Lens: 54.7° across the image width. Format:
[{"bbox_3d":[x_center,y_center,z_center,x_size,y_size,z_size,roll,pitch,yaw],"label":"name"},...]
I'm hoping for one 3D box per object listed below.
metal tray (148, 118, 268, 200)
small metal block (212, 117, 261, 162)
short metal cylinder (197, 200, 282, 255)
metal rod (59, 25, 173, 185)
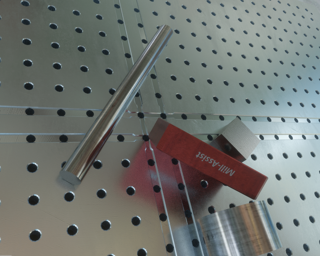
[{"bbox_3d":[0.053,0.034,0.377,0.131,0.090,0.030,28,92,-11],"label":"metal tray"},{"bbox_3d":[0.114,0.020,0.460,0.050,0.025,0.050,47,51,4],"label":"small metal block"},{"bbox_3d":[0.088,0.118,0.349,0.081,0.080,0.050,-2,65,-30],"label":"short metal cylinder"},{"bbox_3d":[-0.042,-0.053,0.419,0.025,0.025,0.301,32,51,-8],"label":"metal rod"}]
